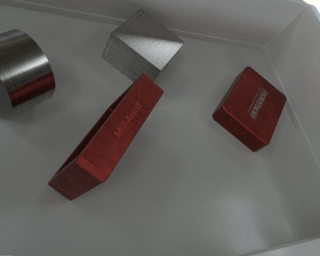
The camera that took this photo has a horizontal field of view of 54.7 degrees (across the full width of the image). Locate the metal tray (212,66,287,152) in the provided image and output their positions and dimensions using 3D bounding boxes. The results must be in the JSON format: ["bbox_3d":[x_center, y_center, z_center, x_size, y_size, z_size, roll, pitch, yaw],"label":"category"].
[{"bbox_3d":[0.150,-0.035,0.507,0.090,0.030,0.131,39,51,-2],"label":"metal tray"}]

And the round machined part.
[{"bbox_3d":[0.303,-0.164,0.664,0.099,0.042,0.098,14,56,-21],"label":"round machined part"}]

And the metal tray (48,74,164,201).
[{"bbox_3d":[-0.055,0.008,0.328,0.030,0.090,0.130,41,50,-13],"label":"metal tray"}]

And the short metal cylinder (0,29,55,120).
[{"bbox_3d":[-0.156,-0.055,0.320,0.080,0.080,0.050,47,51,4],"label":"short metal cylinder"}]

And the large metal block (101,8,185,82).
[{"bbox_3d":[-0.024,-0.113,0.448,0.080,0.050,0.080,37,51,-4],"label":"large metal block"}]
